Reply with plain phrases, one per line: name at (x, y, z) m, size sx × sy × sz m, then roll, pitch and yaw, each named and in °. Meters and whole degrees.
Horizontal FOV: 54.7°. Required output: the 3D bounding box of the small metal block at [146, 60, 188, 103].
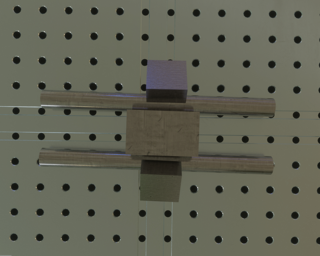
small metal block at (0.008, -0.060, 0.398) m, size 0.050 × 0.025 × 0.050 m, roll 1°, pitch 56°, yaw -1°

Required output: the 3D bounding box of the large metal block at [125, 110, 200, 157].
large metal block at (0.003, 0.006, 0.381) m, size 0.081 × 0.080 × 0.050 m, roll 2°, pitch 90°, yaw 0°

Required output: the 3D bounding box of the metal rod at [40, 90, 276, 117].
metal rod at (-0.002, -0.032, 0.409) m, size 0.302 × 0.025 × 0.025 m, roll 2°, pitch 90°, yaw -1°

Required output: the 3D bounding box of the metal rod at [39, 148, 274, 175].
metal rod at (-0.004, 0.044, 0.410) m, size 0.302 × 0.025 × 0.025 m, roll 2°, pitch 90°, yaw -1°

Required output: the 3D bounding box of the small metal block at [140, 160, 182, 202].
small metal block at (0.001, 0.068, 0.398) m, size 0.050 × 0.025 × 0.050 m, roll 3°, pitch 128°, yaw -1°
